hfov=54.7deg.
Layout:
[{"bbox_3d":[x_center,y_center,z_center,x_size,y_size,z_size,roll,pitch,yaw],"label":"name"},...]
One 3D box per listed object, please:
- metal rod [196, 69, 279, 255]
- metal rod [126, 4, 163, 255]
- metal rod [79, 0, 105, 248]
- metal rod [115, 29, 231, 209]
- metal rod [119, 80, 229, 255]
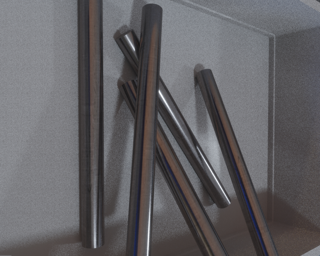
[{"bbox_3d":[0.104,0.053,0.417,0.025,0.025,0.299,2,64,-40],"label":"metal rod"},{"bbox_3d":[-0.016,0.001,0.339,0.025,0.025,0.299,15,71,-39],"label":"metal rod"},{"bbox_3d":[-0.075,-0.020,0.344,0.025,0.025,0.298,-1,91,-40],"label":"metal rod"},{"bbox_3d":[0.029,0.003,0.433,0.025,0.025,0.299,-47,118,-30],"label":"metal rod"},{"bbox_3d":[0.029,0.077,0.347,0.025,0.025,0.299,-17,74,-39],"label":"metal rod"}]
